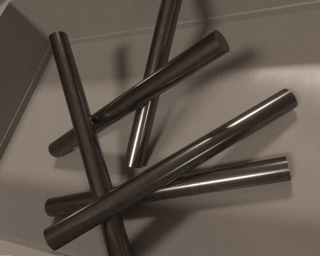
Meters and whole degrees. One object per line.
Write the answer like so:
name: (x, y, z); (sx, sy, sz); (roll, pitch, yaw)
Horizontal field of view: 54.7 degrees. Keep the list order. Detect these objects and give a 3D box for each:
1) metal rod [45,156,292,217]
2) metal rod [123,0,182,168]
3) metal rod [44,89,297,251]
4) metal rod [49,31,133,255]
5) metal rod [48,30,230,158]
metal rod: (-0.008, 0.073, 0.363); (0.301, 0.025, 0.025); (-13, 56, 20)
metal rod: (0.000, -0.097, 0.383); (0.025, 0.025, 0.298); (17, 96, 34)
metal rod: (0.016, 0.041, 0.336); (0.301, 0.025, 0.025); (-30, 51, -5)
metal rod: (-0.091, 0.009, 0.381); (0.025, 0.025, 0.299); (-24, 72, 13)
metal rod: (-0.049, -0.025, 0.382); (0.299, 0.025, 0.025); (-28, 50, 35)
